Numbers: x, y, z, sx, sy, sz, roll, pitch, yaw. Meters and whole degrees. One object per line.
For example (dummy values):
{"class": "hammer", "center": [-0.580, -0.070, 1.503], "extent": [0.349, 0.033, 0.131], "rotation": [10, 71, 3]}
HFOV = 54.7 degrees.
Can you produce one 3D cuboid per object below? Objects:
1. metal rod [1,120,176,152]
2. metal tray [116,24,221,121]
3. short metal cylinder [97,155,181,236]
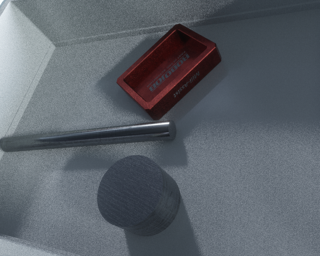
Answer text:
{"class": "metal rod", "center": [-0.120, 0.015, 0.457], "extent": [0.301, 0.025, 0.025], "rotation": [-5, 59, 25]}
{"class": "metal tray", "center": [0.011, -0.083, 0.446], "extent": [0.130, 0.030, 0.090], "rotation": [-44, 51, -3]}
{"class": "short metal cylinder", "center": [-0.023, 0.077, 0.353], "extent": [0.080, 0.050, 0.080], "rotation": [-13, 56, 20]}
